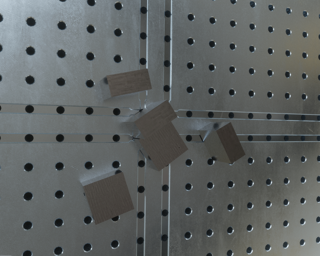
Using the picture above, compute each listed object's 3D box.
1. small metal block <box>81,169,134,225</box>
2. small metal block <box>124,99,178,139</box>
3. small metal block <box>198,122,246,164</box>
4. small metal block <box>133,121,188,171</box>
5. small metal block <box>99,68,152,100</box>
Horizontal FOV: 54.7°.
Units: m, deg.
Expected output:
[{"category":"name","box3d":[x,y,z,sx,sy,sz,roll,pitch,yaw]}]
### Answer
[{"category":"small metal block","box3d":[-0.066,0.085,0.389,0.050,0.025,0.050,-18,97,-19]},{"category":"small metal block","box3d":[-0.013,-0.011,0.396,0.050,0.050,0.025,-35,102,-17]},{"category":"small metal block","box3d":[0.085,0.020,0.432,0.025,0.050,0.050,-30,100,-18]},{"category":"small metal block","box3d":[0.001,0.022,0.414,0.050,0.025,0.050,-36,102,-17]},{"category":"small metal block","box3d":[-0.044,-0.053,0.384,0.050,0.050,0.025,-14,95,-20]}]
